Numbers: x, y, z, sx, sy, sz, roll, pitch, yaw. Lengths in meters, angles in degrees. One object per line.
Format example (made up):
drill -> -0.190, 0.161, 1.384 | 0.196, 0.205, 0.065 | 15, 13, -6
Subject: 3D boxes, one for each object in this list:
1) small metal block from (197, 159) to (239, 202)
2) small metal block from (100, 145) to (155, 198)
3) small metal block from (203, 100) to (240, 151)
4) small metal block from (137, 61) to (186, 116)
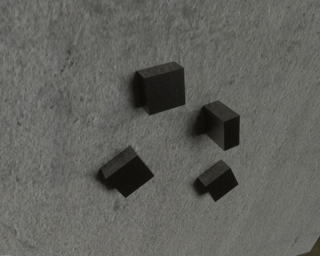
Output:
small metal block -> 0.098, 0.088, 0.518 | 0.050, 0.025, 0.050 | -36, 130, -5
small metal block -> -0.044, 0.060, 0.422 | 0.050, 0.025, 0.050 | -37, 130, -4
small metal block -> 0.087, -0.004, 0.438 | 0.025, 0.050, 0.050 | -21, 127, -16
small metal block -> 0.002, -0.049, 0.379 | 0.050, 0.025, 0.050 | -18, 126, -18
